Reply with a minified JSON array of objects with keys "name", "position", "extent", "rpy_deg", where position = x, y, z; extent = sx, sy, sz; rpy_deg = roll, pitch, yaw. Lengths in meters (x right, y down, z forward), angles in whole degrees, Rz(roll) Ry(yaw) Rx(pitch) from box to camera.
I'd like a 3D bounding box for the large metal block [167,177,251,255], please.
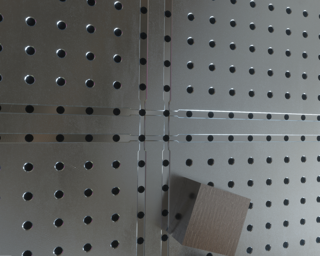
[{"name":"large metal block","position":[0.067,0.121,0.426],"extent":[0.080,0.050,0.080],"rpy_deg":[21,83,-19]}]
